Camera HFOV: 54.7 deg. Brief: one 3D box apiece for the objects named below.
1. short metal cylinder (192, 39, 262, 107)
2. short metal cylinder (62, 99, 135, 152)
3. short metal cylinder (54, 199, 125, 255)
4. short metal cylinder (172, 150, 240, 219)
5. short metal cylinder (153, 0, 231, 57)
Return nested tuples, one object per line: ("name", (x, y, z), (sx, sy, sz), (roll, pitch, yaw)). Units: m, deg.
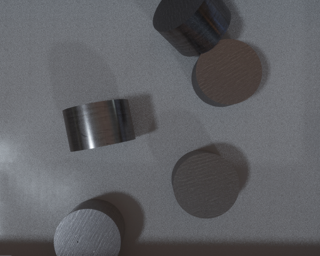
("short metal cylinder", (0.084, -0.068, 0.400), (0.081, 0.050, 0.079), (0, 90, -1))
("short metal cylinder", (-0.074, -0.003, 0.383), (0.080, 0.080, 0.050), (-11, 90, 0))
("short metal cylinder", (-0.088, 0.137, 0.398), (0.081, 0.050, 0.079), (0, 90, -1))
("short metal cylinder", (0.056, 0.070, 0.400), (0.081, 0.050, 0.079), (0, 90, -1))
("short metal cylinder", (0.038, -0.135, 0.378), (0.050, 0.080, 0.080), (34, 90, -40))
